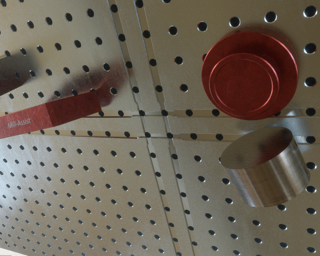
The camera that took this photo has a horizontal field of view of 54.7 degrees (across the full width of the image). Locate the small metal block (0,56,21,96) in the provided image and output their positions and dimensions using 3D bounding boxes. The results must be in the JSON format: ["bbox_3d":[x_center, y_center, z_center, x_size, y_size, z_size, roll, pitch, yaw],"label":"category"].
[{"bbox_3d":[-0.250,-0.078,0.475,0.025,0.050,0.050,3,120,26],"label":"small metal block"}]

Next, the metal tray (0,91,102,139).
[{"bbox_3d":[-0.160,-0.018,0.436,0.130,0.091,0.030,-10,100,32],"label":"metal tray"}]

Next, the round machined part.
[{"bbox_3d":[0.090,-0.050,0.321,0.098,0.042,0.097,13,124,20],"label":"round machined part"}]

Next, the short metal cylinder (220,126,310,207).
[{"bbox_3d":[0.114,0.041,0.340,0.080,0.080,0.050,-19,109,35],"label":"short metal cylinder"}]
